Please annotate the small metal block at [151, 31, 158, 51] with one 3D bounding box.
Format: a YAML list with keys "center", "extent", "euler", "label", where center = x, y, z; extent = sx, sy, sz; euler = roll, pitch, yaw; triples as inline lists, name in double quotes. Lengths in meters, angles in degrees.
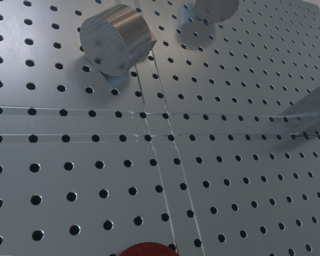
- center: [-0.041, -0.140, 0.471]
  extent: [0.050, 0.025, 0.050]
  euler: [-24, 75, -37]
  label: "small metal block"

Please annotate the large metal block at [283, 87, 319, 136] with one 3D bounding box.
- center: [0.282, -0.028, 0.541]
  extent: [0.081, 0.080, 0.050]
  euler: [-2, 63, -29]
  label: "large metal block"

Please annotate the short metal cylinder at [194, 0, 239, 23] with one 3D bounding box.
- center: [0.103, -0.244, 0.577]
  extent: [0.081, 0.080, 0.050]
  euler: [13, 57, -21]
  label: "short metal cylinder"

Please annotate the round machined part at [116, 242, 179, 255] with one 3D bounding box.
- center: [-0.007, 0.160, 0.296]
  extent: [0.099, 0.042, 0.098]
  euler: [14, 56, -21]
  label: "round machined part"

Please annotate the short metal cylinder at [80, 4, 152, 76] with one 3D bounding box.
- center: [-0.059, -0.116, 0.412]
  extent: [0.080, 0.080, 0.050]
  euler: [42, 51, 1]
  label: "short metal cylinder"
